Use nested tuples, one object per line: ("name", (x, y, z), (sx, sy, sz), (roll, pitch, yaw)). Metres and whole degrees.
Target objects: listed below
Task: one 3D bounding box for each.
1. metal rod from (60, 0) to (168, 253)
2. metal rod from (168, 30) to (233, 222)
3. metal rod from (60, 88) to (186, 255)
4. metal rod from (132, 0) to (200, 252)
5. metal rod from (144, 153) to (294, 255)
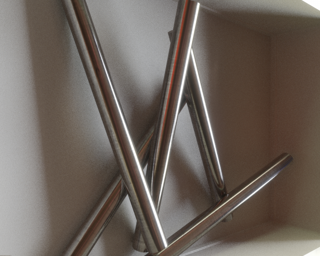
("metal rod", (-0.049, -0.004, 0.342), (0.025, 0.025, 0.298), (-23, 97, -38))
("metal rod", (0.063, 0.011, 0.435), (0.025, 0.025, 0.298), (-35, 119, -34))
("metal rod", (-0.037, 0.054, 0.375), (0.025, 0.025, 0.301), (48, 61, -29))
("metal rod", (0.005, 0.004, 0.369), (0.025, 0.025, 0.298), (4, 100, -40))
("metal rod", (0.102, 0.110, 0.453), (0.302, 0.025, 0.025), (-26, 107, -31))
